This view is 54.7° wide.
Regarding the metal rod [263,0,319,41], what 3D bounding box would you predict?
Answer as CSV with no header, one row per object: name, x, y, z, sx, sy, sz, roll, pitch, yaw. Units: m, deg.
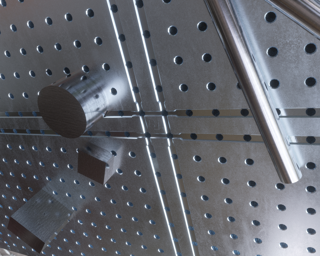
metal rod,0.191,-0.059,0.274,0.300,0.025,0.025,37,129,2

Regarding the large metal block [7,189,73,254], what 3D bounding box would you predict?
large metal block,-0.234,0.182,0.608,0.080,0.080,0.050,36,129,3

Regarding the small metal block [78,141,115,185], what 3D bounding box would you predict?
small metal block,-0.104,0.057,0.499,0.050,0.025,0.050,23,127,14

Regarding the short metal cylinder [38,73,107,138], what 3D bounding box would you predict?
short metal cylinder,-0.123,-0.032,0.438,0.080,0.050,0.079,13,124,20

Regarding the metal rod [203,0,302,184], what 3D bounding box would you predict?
metal rod,0.087,-0.068,0.322,0.025,0.025,0.299,-16,110,34
